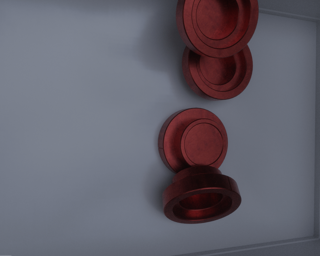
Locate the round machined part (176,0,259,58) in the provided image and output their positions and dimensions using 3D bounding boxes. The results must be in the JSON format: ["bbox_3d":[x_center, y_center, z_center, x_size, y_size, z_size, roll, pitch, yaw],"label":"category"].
[{"bbox_3d":[0.064,-0.135,0.372,0.099,0.042,0.097,-6,108,-19],"label":"round machined part"}]

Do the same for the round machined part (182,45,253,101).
[{"bbox_3d":[0.075,-0.086,0.429,0.099,0.042,0.097,0,90,-20],"label":"round machined part"}]

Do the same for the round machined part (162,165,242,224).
[{"bbox_3d":[0.051,0.084,0.401,0.099,0.097,0.042,10,47,-20],"label":"round machined part"}]

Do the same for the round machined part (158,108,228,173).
[{"bbox_3d":[0.050,0.021,0.420,0.099,0.042,0.097,0,90,-20],"label":"round machined part"}]
